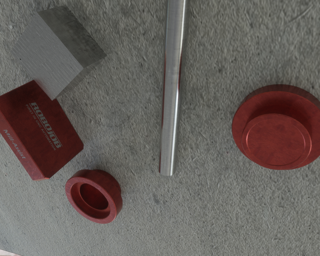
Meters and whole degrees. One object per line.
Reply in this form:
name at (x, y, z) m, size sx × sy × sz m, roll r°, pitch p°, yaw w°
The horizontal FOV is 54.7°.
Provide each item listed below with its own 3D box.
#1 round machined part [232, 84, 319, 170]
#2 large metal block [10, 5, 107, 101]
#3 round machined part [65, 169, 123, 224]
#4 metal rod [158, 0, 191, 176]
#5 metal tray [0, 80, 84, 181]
round machined part at (0.126, 0.006, 0.333) m, size 0.098 × 0.042 × 0.097 m, roll 13°, pitch 124°, yaw 20°
large metal block at (-0.130, -0.095, 0.398) m, size 0.080 × 0.050 × 0.080 m, roll -32°, pitch 101°, yaw 38°
round machined part at (-0.104, 0.108, 0.516) m, size 0.098 × 0.042 × 0.097 m, roll 13°, pitch 124°, yaw 20°
metal rod at (0.016, -0.066, 0.356) m, size 0.025 × 0.025 × 0.298 m, roll 15°, pitch 125°, yaw 19°
metal tray at (-0.179, 0.001, 0.456) m, size 0.030 × 0.090 × 0.129 m, roll -14°, pitch 111°, yaw 34°
